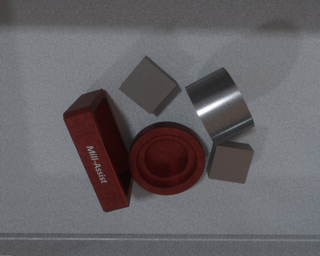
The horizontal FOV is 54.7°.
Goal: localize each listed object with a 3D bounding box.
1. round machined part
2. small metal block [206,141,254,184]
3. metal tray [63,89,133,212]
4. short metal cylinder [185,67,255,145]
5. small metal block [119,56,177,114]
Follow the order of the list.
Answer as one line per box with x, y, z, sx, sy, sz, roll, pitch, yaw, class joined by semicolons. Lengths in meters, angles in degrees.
0.008;0.037;0.413;0.099;0.042;0.097;0;110;-1;round machined part
0.096;0.046;0.428;0.050;0.025;0.050;9;109;-3;small metal block
-0.069;0.025;0.383;0.030;0.090;0.129;-16;109;6;metal tray
0.071;-0.026;0.372;0.050;0.080;0.080;-28;108;9;short metal cylinder
-0.015;-0.054;0.389;0.050;0.025;0.050;39;106;-12;small metal block
